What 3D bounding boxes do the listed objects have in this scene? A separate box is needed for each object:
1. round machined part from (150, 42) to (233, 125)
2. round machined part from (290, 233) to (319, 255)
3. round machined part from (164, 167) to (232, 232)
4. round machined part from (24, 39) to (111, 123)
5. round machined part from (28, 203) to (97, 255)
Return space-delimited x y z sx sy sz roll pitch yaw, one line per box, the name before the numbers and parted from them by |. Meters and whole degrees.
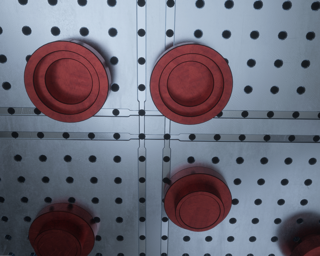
round machined part | 0.037 -0.056 0.384 0.099 0.042 0.097 0 110 -1
round machined part | 0.250 0.206 0.484 0.099 0.042 0.097 0 110 -1
round machined part | 0.055 0.109 0.445 0.099 0.042 0.097 0 110 -1
round machined part | -0.109 -0.059 0.381 0.099 0.042 0.097 0 110 -1
round machined part | -0.147 0.166 0.463 0.099 0.042 0.097 0 110 -1
